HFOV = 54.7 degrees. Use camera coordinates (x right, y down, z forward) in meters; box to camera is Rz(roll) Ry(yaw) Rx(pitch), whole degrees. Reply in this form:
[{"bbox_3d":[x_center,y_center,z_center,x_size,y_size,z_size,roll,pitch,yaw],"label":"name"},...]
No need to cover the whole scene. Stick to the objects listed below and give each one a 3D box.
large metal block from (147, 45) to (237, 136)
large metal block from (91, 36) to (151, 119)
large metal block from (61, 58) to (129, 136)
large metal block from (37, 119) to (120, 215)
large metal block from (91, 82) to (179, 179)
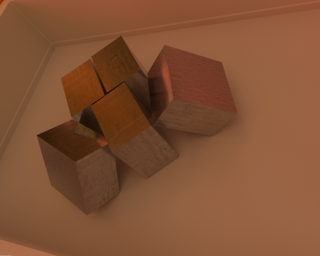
[{"bbox_3d":[0.035,-0.043,0.367,0.050,0.081,0.080,-52,36,46],"label":"large metal block"},{"bbox_3d":[-0.042,-0.065,0.429,0.050,0.080,0.080,-34,52,6],"label":"large metal block"},{"bbox_3d":[-0.086,-0.036,0.434,0.050,0.080,0.080,-33,52,7],"label":"large metal block"},{"bbox_3d":[-0.099,0.046,0.382,0.080,0.079,0.050,24,40,36],"label":"large metal block"},{"bbox_3d":[-0.030,0.004,0.380,0.050,0.080,0.080,-36,51,4],"label":"large metal block"}]
